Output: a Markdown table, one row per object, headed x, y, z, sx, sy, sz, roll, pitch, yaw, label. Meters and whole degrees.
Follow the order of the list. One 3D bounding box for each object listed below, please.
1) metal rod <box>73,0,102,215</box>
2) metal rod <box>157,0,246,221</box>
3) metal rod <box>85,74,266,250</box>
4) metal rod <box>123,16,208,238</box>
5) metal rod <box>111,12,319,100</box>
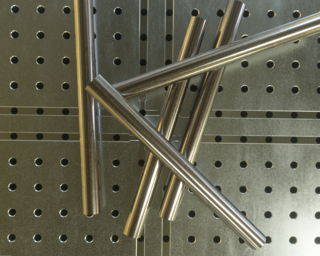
| x | y | z | sx | sy | sz | roll | pitch | yaw | label |
| --- | --- | --- | --- | --- | --- | --- | --- | --- | --- |
| -0.096 | -0.037 | 0.412 | 0.025 | 0.025 | 0.298 | -2 | 90 | -1 | metal rod |
| 0.056 | -0.023 | 0.414 | 0.025 | 0.025 | 0.298 | 18 | 90 | -1 | metal rod |
| 0.027 | 0.050 | 0.386 | 0.025 | 0.025 | 0.300 | -45 | 102 | 0 | metal rod |
| 0.007 | -0.001 | 0.413 | 0.025 | 0.025 | 0.298 | 17 | 90 | -1 | metal rod |
| 0.072 | -0.087 | 0.388 | 0.302 | 0.025 | 0.025 | -19 | 90 | -1 | metal rod |
